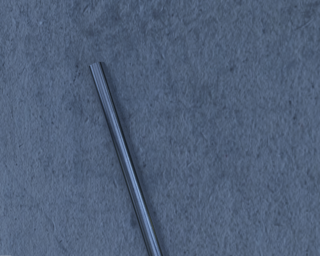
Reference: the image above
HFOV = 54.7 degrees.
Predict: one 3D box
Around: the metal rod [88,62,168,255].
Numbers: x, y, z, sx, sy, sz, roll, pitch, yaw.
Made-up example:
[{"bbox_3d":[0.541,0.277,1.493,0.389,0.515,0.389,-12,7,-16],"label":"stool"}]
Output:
[{"bbox_3d":[-0.042,0.052,0.422,0.025,0.025,0.299,-21,83,18],"label":"metal rod"}]
